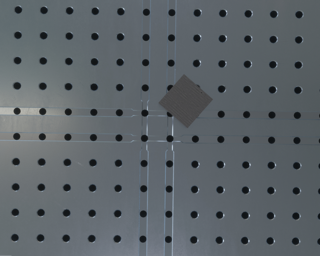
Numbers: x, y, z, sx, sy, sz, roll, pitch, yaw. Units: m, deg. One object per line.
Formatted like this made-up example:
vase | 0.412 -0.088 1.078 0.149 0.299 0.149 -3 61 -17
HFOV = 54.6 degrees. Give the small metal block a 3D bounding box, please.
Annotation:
small metal block | 0.033 -0.035 0.414 0.050 0.025 0.050 41 90 0
